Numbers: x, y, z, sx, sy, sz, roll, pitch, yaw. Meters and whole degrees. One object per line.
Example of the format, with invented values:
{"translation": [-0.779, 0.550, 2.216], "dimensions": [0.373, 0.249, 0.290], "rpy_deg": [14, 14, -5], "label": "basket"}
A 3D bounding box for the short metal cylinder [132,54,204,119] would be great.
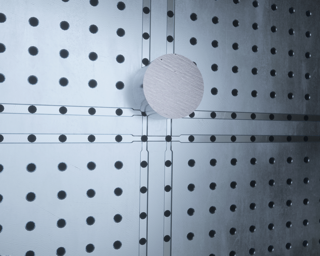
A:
{"translation": [0.009, -0.051, 0.402], "dimensions": [0.081, 0.050, 0.080], "rpy_deg": [0, 90, -20], "label": "short metal cylinder"}
